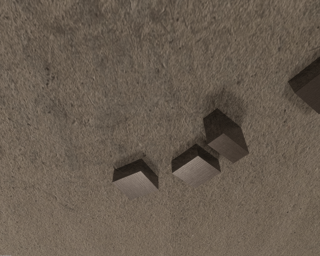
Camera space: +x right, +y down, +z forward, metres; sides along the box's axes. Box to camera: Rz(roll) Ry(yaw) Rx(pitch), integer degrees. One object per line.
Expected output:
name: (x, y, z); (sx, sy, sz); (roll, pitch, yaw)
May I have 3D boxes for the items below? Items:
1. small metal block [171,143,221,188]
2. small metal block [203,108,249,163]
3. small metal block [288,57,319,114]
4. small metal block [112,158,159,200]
small metal block: (0.053, 0.057, 0.457); (0.050, 0.025, 0.050); (36, 121, -27)
small metal block: (0.085, 0.010, 0.401); (0.050, 0.050, 0.025); (35, 122, -26)
small metal block: (0.192, -0.051, 0.367); (0.050, 0.025, 0.050); (32, 123, -25)
small metal block: (-0.037, 0.079, 0.474); (0.050, 0.025, 0.050); (-24, 127, 18)
